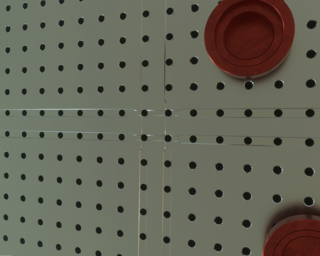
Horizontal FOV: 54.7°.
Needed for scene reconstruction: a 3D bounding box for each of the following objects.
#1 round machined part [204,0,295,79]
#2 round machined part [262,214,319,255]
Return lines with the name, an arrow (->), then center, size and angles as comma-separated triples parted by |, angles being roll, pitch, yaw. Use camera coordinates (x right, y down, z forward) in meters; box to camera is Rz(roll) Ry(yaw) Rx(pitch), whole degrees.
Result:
round machined part -> 0.105, -0.107, 0.366 | 0.098, 0.042, 0.097 | 0, 90, 19
round machined part -> 0.166, 0.145, 0.345 | 0.098, 0.042, 0.097 | 0, 90, 19
